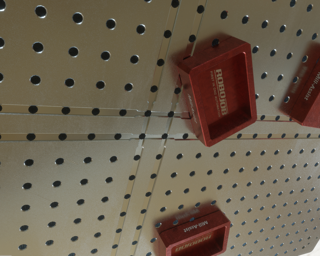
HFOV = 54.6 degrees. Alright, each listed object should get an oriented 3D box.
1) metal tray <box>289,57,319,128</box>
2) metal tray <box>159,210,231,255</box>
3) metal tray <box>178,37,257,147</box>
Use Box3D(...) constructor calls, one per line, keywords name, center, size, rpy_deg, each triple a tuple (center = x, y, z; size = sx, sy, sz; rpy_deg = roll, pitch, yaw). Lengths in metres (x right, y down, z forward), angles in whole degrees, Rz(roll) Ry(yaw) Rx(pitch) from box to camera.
Box3D(name="metal tray", center=(0.286, -0.063, 0.524), size=(0.091, 0.030, 0.129), rpy_deg=(6, 115, -31))
Box3D(name="metal tray", center=(0.064, 0.212, 0.573), size=(0.131, 0.030, 0.089), rpy_deg=(-14, 124, -21))
Box3D(name="metal tray", center=(0.083, -0.046, 0.424), size=(0.090, 0.030, 0.130), rpy_deg=(-27, 128, -11))
